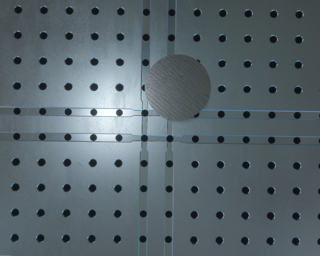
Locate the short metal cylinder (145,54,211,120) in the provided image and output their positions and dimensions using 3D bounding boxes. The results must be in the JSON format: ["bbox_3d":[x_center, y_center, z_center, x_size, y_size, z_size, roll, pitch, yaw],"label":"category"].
[{"bbox_3d":[0.022,-0.050,0.401,0.080,0.050,0.080,0,90,0],"label":"short metal cylinder"}]
